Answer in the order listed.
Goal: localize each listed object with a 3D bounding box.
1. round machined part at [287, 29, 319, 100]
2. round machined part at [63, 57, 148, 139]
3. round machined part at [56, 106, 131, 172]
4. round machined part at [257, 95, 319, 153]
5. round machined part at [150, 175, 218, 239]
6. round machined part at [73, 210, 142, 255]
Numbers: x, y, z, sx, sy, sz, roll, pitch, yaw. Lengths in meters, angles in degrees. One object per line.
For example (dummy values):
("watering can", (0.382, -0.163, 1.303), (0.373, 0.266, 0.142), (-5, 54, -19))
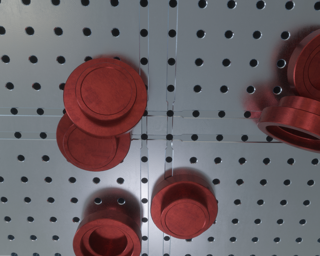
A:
("round machined part", (0.204, -0.074, 0.379), (0.099, 0.042, 0.097), (0, 110, 0))
("round machined part", (-0.063, -0.038, 0.366), (0.099, 0.042, 0.098), (2, 79, -10))
("round machined part", (-0.088, 0.015, 0.409), (0.099, 0.042, 0.097), (0, 110, 0))
("round machined part", (0.174, -0.006, 0.379), (0.098, 0.098, 0.042), (25, 83, -9))
("round machined part", (0.035, 0.120, 0.449), (0.099, 0.042, 0.097), (0, 110, 0))
("round machined part", (-0.076, 0.164, 0.464), (0.099, 0.042, 0.097), (0, 110, 0))
